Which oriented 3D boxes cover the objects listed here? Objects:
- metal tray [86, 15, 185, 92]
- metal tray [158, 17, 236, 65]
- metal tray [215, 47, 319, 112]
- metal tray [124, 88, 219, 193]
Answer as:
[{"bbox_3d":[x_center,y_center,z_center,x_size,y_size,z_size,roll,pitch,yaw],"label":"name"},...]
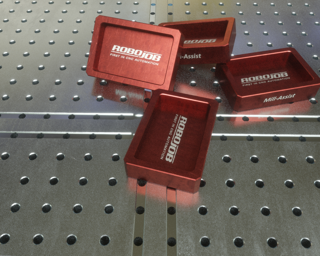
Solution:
[{"bbox_3d":[-0.037,-0.108,0.459,0.130,0.089,0.030,14,8,11],"label":"metal tray"},{"bbox_3d":[0.051,-0.139,0.497,0.130,0.030,0.090,2,45,20],"label":"metal tray"},{"bbox_3d":[0.160,-0.076,0.469,0.131,0.030,0.090,-10,51,-9],"label":"metal tray"},{"bbox_3d":[0.019,0.010,0.395,0.090,0.030,0.130,13,51,10],"label":"metal tray"}]
